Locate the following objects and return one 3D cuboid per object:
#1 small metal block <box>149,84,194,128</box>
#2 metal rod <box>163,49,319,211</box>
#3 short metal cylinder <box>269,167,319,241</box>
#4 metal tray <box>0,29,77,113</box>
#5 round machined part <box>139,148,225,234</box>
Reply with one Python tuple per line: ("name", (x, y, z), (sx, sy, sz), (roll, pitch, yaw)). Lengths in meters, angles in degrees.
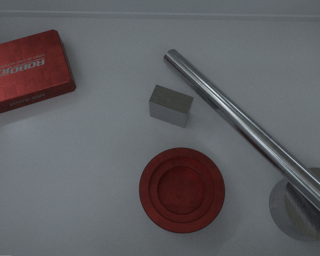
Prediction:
("small metal block", (0.014, -0.027, 0.407), (0.050, 0.050, 0.025), (20, 71, 7))
("metal rod", (0.102, -0.004, 0.378), (0.025, 0.025, 0.300), (-35, 61, -12))
("short metal cylinder", (0.177, 0.091, 0.365), (0.081, 0.050, 0.080), (0, 70, 0))
("metal tray", (-0.194, -0.078, 0.433), (0.131, 0.030, 0.090), (-18, 71, -7))
("round machined part", (0.025, 0.076, 0.373), (0.099, 0.042, 0.098), (0, 70, -1))
